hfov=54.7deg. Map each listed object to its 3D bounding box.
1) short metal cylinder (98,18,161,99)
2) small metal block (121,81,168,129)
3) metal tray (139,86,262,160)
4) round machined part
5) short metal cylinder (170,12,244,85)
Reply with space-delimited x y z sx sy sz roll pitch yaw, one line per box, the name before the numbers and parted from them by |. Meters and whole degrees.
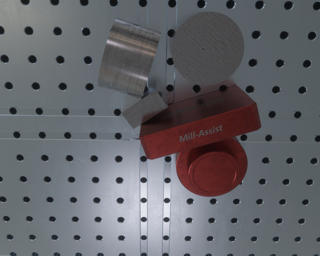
short metal cylinder | -0.035 -0.078 0.355 0.050 0.080 0.079 17 109 -6
small metal block | -0.018 -0.030 0.389 0.050 0.050 0.025 -32 107 11
metal tray | 0.044 -0.010 0.375 0.131 0.090 0.030 -16 110 5
round machined part | 0.072 0.054 0.425 0.099 0.042 0.097 0 110 0
short metal cylinder | 0.053 -0.095 0.366 0.081 0.050 0.079 0 110 0
